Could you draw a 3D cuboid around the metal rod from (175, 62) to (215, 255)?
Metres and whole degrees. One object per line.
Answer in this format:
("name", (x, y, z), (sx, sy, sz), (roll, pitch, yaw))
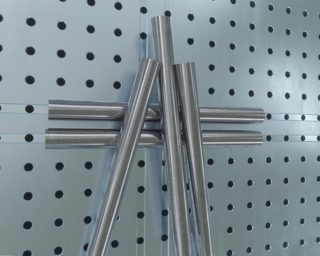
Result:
("metal rod", (0.050, 0.065, 0.412), (0.025, 0.025, 0.298), (-11, 101, -20))

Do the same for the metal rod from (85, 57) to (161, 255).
("metal rod", (-0.052, 0.063, 0.375), (0.025, 0.025, 0.298), (15, 92, -20))

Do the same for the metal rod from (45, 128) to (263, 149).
("metal rod", (0.007, 0.014, 0.417), (0.303, 0.025, 0.025), (1, 90, -21))

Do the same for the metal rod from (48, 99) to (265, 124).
("metal rod", (0.010, -0.020, 0.418), (0.303, 0.025, 0.025), (1, 90, -21))

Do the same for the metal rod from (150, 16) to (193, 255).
("metal rod", (0.015, 0.012, 0.393), (0.025, 0.025, 0.298), (-7, 93, -20))
